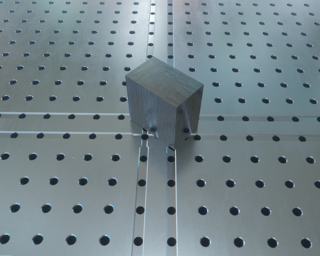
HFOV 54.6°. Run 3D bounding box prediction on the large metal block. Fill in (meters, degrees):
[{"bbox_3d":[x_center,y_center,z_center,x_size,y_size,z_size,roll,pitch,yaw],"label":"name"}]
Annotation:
[{"bbox_3d":[0.005,-0.032,0.399,0.080,0.080,0.050,34,58,25],"label":"large metal block"}]
